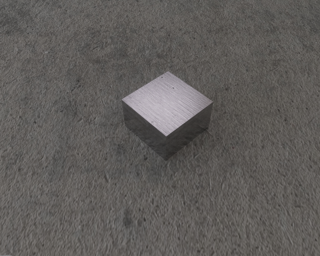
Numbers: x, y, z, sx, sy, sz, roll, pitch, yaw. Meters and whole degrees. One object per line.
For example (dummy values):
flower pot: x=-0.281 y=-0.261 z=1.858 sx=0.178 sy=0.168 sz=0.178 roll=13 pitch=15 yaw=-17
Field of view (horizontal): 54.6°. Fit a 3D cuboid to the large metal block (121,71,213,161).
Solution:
large metal block: x=0.009 y=-0.018 z=0.402 sx=0.080 sy=0.050 sz=0.080 roll=-36 pitch=59 yaw=-26
